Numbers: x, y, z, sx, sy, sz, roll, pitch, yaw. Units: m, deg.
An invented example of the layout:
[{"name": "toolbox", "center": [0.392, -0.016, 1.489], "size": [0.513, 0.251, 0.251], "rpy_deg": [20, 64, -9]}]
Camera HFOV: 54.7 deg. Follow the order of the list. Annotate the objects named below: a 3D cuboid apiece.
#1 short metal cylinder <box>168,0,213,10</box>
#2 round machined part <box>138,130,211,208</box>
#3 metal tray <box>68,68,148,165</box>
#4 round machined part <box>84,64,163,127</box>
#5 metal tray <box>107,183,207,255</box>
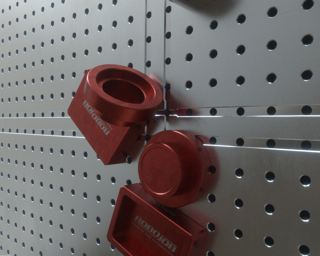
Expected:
[{"name": "short metal cylinder", "center": [0.032, -0.187, 0.365], "size": [0.080, 0.050, 0.079], "rpy_deg": [0, 90, 39]}, {"name": "round machined part", "center": [0.011, 0.051, 0.388], "size": [0.098, 0.042, 0.097], "rpy_deg": [0, 90, 39]}, {"name": "metal tray", "center": [-0.085, -0.019, 0.474], "size": [0.130, 0.030, 0.089], "rpy_deg": [48, 118, 29]}, {"name": "round machined part", "center": [-0.049, -0.039, 0.402], "size": [0.098, 0.099, 0.042], "rpy_deg": [48, 132, 29]}, {"name": "metal tray", "center": [-0.010, 0.143, 0.412], "size": [0.130, 0.030, 0.089], "rpy_deg": [27, 107, 36]}]
